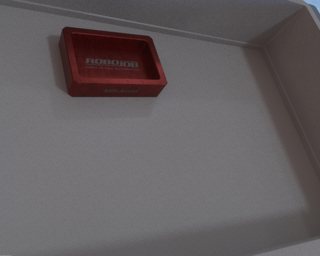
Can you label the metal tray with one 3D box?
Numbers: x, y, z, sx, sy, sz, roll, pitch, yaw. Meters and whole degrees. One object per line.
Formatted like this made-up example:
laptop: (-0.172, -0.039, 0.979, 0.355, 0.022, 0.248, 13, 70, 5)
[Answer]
metal tray: (-0.063, -0.088, 0.423, 0.131, 0.030, 0.090, -3, 63, -30)
